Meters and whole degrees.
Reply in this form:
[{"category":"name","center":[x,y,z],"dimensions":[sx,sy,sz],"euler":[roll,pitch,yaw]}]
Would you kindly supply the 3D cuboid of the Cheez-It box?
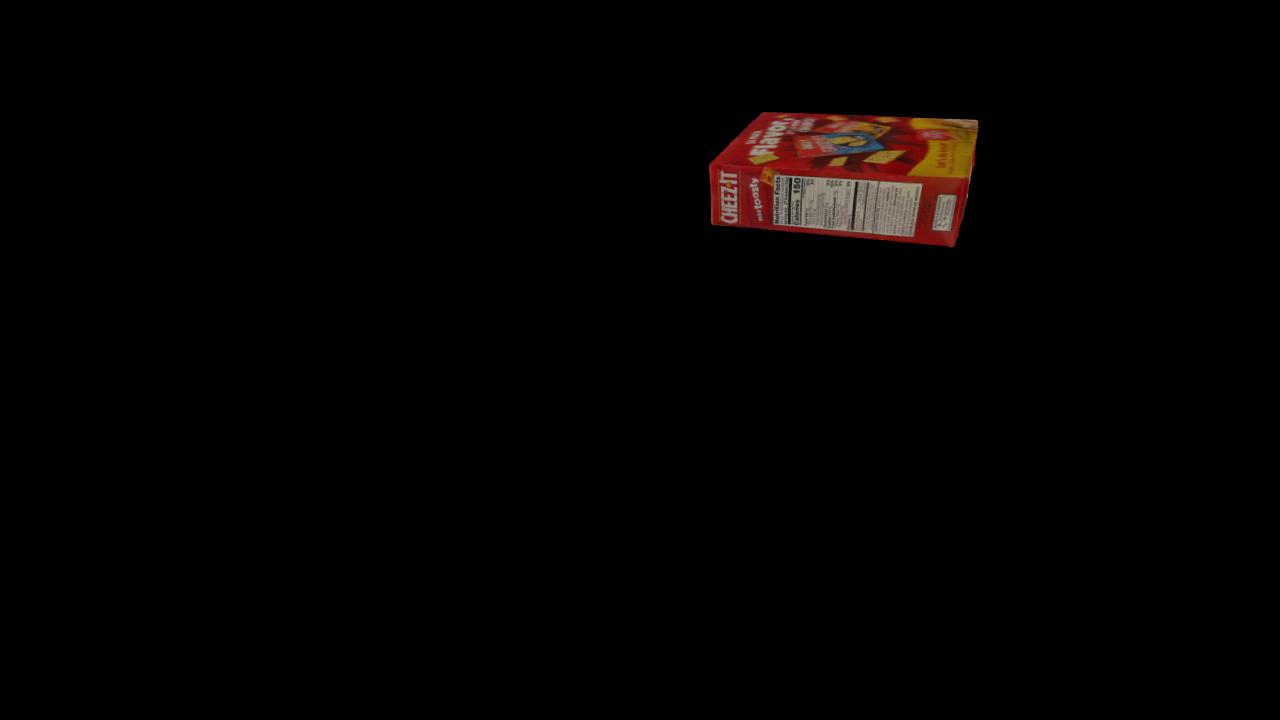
[{"category":"Cheez-It box","center":[0.198,-0.183,0.598],"dimensions":[0.223,0.071,0.166],"euler":[12,40,23]}]
